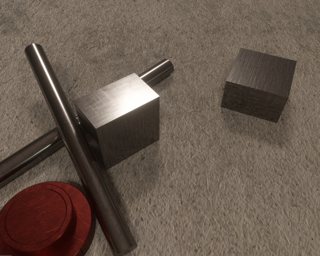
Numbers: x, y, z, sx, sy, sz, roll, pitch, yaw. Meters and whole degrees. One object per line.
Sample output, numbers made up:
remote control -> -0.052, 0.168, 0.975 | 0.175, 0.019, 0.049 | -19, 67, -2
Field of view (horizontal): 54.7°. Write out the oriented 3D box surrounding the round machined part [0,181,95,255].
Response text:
round machined part -> -0.118, 0.096, 0.310 | 0.099, 0.042, 0.098 | 0, 50, 0

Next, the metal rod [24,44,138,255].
metal rod -> -0.104, 0.007, 0.367 | 0.025, 0.025, 0.299 | -23, 63, -18

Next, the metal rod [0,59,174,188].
metal rod -> -0.093, -0.016, 0.414 | 0.025, 0.025, 0.302 | 37, 59, 27

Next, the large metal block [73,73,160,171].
large metal block -> -0.048, -0.007, 0.373 | 0.081, 0.080, 0.050 | -30, 56, -23

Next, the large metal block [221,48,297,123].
large metal block -> 0.140, -0.062, 0.441 | 0.080, 0.050, 0.080 | 18, 52, 14
